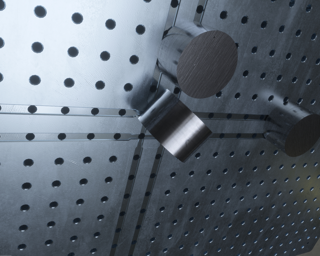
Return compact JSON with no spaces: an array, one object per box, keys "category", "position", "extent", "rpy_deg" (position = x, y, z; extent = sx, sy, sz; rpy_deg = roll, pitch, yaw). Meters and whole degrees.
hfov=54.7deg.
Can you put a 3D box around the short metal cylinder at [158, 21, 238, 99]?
[{"category":"short metal cylinder","position":[0.044,-0.082,0.368],"extent":[0.081,0.050,0.079],"rpy_deg":[-14,124,-21]}]

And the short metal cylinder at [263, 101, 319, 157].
[{"category":"short metal cylinder","position":[0.222,0.001,0.517],"extent":[0.081,0.050,0.079],"rpy_deg":[-14,124,-21]}]

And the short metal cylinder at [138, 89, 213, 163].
[{"category":"short metal cylinder","position":[0.020,-0.003,0.385],"extent":[0.050,0.080,0.080],"rpy_deg":[-46,129,4]}]
